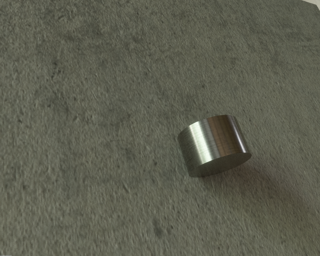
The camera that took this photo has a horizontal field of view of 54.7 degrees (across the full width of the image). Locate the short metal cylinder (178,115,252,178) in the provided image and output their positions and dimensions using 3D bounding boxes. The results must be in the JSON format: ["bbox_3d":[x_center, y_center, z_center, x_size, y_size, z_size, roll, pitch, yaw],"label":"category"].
[{"bbox_3d":[0.068,0.025,0.392,0.081,0.080,0.050,-2,63,-30],"label":"short metal cylinder"}]
